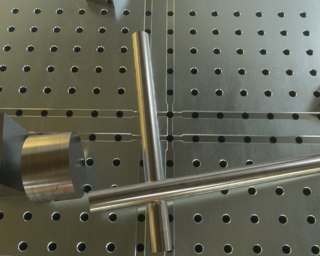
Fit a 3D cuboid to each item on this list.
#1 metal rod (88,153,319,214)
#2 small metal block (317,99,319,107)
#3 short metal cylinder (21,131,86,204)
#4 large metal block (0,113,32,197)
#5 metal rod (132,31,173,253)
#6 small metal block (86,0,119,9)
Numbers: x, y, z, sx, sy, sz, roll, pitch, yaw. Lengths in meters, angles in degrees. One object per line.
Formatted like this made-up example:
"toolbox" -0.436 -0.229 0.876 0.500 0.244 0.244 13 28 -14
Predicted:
"metal rod" 0.070 0.063 0.370 0.302 0.025 0.025 -8 70 -10
"small metal block" 0.256 -0.046 0.430 0.050 0.025 0.050 26 72 9
"short metal cylinder" -0.122 0.046 0.365 0.050 0.080 0.080 -7 70 -2
"large metal block" -0.194 0.036 0.368 0.050 0.080 0.080 -5 70 -2
"metal rod" -0.014 0.003 0.410 0.025 0.025 0.299 -6 70 -2
"small metal block" -0.087 -0.224 0.493 0.050 0.025 0.050 18 71 6
